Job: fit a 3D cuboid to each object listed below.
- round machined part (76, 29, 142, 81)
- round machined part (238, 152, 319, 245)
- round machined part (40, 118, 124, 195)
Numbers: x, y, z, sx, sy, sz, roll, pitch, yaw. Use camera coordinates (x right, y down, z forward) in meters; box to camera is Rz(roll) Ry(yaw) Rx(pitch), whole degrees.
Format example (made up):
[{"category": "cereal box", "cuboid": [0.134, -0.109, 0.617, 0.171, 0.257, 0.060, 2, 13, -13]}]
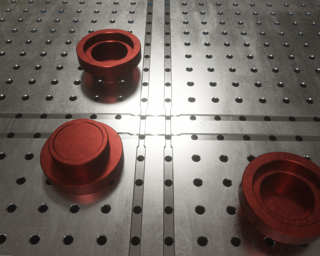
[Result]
[{"category": "round machined part", "cuboid": [-0.078, -0.112, 0.489, 0.099, 0.042, 0.098, 0, 50, 0]}, {"category": "round machined part", "cuboid": [0.134, 0.077, 0.334, 0.099, 0.042, 0.098, 0, 50, 0]}, {"category": "round machined part", "cuboid": [-0.094, 0.027, 0.373, 0.099, 0.042, 0.098, 0, 50, 0]}]
